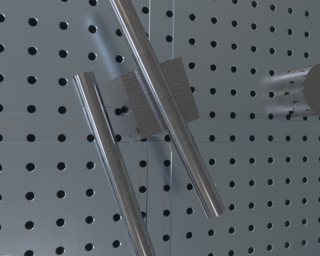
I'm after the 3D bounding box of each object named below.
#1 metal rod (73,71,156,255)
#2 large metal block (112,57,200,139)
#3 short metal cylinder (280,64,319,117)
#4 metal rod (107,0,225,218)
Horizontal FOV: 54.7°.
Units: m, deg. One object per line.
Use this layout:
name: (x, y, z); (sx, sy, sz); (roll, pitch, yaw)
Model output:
metal rod: (-0.048, 0.076, 0.395); (0.025, 0.025, 0.298); (-20, 97, -19)
large metal block: (-0.006, -0.037, 0.397); (0.081, 0.050, 0.080); (-20, 97, -19)
short metal cylinder: (0.239, -0.058, 0.488); (0.081, 0.050, 0.079); (0, 90, -20)
metal rod: (0.007, -0.029, 0.362); (0.025, 0.025, 0.299); (-28, 99, -18)
